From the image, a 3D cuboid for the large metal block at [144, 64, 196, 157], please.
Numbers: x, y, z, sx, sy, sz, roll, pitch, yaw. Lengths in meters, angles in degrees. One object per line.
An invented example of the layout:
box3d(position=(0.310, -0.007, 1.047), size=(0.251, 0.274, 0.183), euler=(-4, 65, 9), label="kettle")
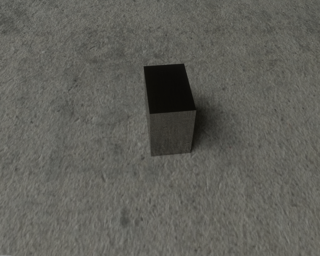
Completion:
box3d(position=(0.009, -0.022, 0.386), size=(0.050, 0.080, 0.080), euler=(-5, 50, -5), label="large metal block")
